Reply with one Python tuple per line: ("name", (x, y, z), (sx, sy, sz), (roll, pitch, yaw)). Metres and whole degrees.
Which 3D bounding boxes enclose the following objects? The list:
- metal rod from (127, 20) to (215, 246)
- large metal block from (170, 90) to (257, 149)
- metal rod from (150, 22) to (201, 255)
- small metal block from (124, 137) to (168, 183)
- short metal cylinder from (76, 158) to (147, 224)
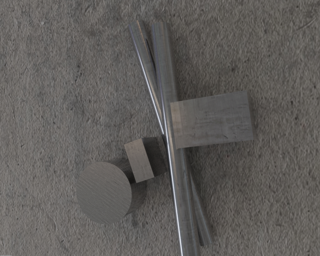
("metal rod", (0.013, 0.002, 0.404), (0.025, 0.025, 0.299), (-20, 84, 19))
("large metal block", (0.065, -0.008, 0.357), (0.080, 0.080, 0.050), (-8, 87, 20))
("metal rod", (0.019, 0.018, 0.376), (0.025, 0.025, 0.298), (-9, 83, 20))
("small metal block", (-0.017, 0.040, 0.402), (0.025, 0.050, 0.050), (-21, 83, 19))
("short metal cylinder", (-0.064, 0.083, 0.418), (0.080, 0.050, 0.080), (0, 90, 20))
